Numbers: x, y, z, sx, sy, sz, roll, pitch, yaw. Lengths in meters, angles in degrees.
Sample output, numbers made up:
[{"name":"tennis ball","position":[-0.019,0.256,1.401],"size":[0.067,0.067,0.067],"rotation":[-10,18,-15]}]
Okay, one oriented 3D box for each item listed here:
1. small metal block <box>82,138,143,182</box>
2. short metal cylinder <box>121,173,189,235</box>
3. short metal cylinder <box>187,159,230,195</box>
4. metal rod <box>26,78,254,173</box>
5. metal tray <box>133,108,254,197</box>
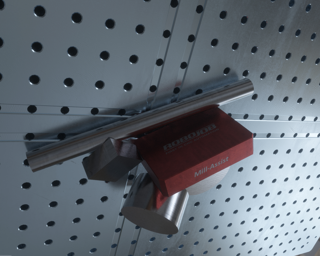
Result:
[{"name":"small metal block","position":[-0.058,0.041,0.384],"size":[0.050,0.025,0.050],"rotation":[-39,151,18]},{"name":"short metal cylinder","position":[-0.006,0.104,0.423],"size":[0.080,0.080,0.050],"rotation":[56,44,-39]},{"name":"short metal cylinder","position":[0.053,0.050,0.444],"size":[0.081,0.050,0.079],"rotation":[-18,135,-19]},{"name":"metal rod","position":[-0.011,-0.010,0.394],"size":[0.302,0.025,0.025],"rotation":[-20,126,-17]},{"name":"metal tray","position":[0.042,0.025,0.403],"size":[0.131,0.090,0.030],"rotation":[-24,127,-14]}]
